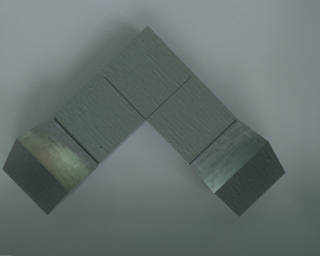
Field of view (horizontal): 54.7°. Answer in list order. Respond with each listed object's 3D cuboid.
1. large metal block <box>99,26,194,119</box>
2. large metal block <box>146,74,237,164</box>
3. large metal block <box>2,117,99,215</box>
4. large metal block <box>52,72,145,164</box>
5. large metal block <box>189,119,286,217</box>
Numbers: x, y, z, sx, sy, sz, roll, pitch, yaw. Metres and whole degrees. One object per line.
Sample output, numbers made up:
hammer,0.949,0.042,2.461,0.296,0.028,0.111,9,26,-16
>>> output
large metal block,-0.016,-0.067,0.397,0.080,0.050,0.080,-44,90,0
large metal block,0.040,-0.009,0.397,0.080,0.050,0.080,-44,90,0
large metal block,-0.134,0.048,0.374,0.080,0.050,0.080,46,133,0
large metal block,-0.074,-0.011,0.396,0.080,0.050,0.080,-44,90,0
large metal block,0.096,0.050,0.377,0.080,0.050,0.080,-44,134,0
